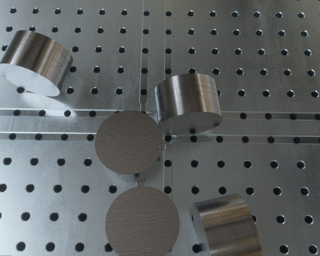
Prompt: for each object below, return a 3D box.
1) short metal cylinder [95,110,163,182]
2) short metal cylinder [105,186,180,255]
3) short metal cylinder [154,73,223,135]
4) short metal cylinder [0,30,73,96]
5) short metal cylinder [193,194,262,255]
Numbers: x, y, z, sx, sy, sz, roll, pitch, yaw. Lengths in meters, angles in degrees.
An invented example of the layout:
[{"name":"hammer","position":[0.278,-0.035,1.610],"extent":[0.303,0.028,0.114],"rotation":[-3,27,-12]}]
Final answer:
[{"name":"short metal cylinder","position":[-0.037,0.024,0.389],"extent":[0.081,0.050,0.080],"rotation":[0,70,-1]},{"name":"short metal cylinder","position":[-0.019,0.111,0.358],"extent":[0.081,0.050,0.080],"rotation":[0,70,-1]},{"name":"short metal cylinder","position":[0.035,-0.027,0.393],"extent":[0.081,0.080,0.050],"rotation":[-6,70,-3]},{"name":"short metal cylinder","position":[-0.164,-0.083,0.411],"extent":[0.080,0.080,0.050],"rotation":[15,71,5]},{"name":"short metal cylinder","position":[0.071,0.117,0.341],"extent":[0.050,0.080,0.080],"rotation":[-12,71,-4]}]
